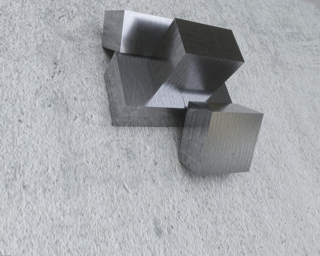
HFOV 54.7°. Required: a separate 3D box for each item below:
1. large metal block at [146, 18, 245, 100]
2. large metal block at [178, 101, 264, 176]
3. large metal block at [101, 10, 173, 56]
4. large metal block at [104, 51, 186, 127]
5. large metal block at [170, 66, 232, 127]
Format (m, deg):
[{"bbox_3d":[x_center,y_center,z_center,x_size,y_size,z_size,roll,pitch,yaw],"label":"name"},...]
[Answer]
[{"bbox_3d":[0.040,-0.080,0.378,0.081,0.080,0.050,1,61,-28],"label":"large metal block"},{"bbox_3d":[0.077,0.012,0.398,0.081,0.079,0.050,1,18,-29],"label":"large metal block"},{"bbox_3d":[-0.028,-0.129,0.428,0.081,0.050,0.080,0,18,-28],"label":"large metal block"},{"bbox_3d":[-0.022,-0.049,0.406,0.081,0.050,0.080,1,62,-28],"label":"large metal block"},{"bbox_3d":[0.049,-0.048,0.445,0.081,0.050,0.080,1,62,-28],"label":"large metal block"}]
